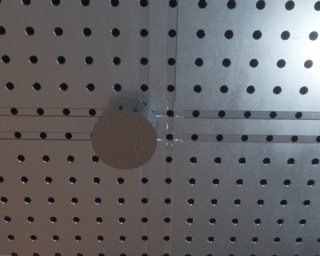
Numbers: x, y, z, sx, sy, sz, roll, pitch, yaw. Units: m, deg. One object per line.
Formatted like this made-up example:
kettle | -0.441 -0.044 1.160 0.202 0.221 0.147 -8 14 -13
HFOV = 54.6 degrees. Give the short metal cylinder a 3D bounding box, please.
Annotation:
short metal cylinder | -0.043 0.007 0.402 0.080 0.050 0.079 0 110 0
